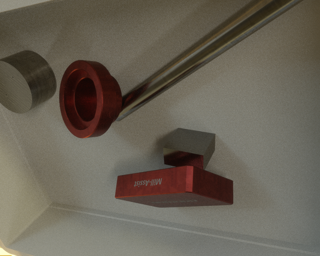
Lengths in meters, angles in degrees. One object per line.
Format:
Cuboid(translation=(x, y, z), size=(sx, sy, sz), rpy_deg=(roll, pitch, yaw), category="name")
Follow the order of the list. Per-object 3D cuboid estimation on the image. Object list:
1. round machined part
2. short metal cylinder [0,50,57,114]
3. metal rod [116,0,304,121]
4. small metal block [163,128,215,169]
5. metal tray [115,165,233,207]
Cuboid(translation=(-0.087, -0.037, 0.402), size=(0.098, 0.042, 0.097), rpy_deg=(5, 97, 43), category="round machined part")
Cuboid(translation=(-0.201, -0.068, 0.454), size=(0.080, 0.050, 0.079), rpy_deg=(13, 124, 20), category="short metal cylinder")
Cuboid(translation=(0.043, -0.079, 0.335), size=(0.299, 0.025, 0.025), rpy_deg=(-29, 102, 37), category="metal rod")
Cuboid(translation=(0.038, 0.026, 0.388), size=(0.050, 0.050, 0.025), rpy_deg=(10, 123, 23), category="small metal block")
Cuboid(translation=(0.016, 0.080, 0.402), size=(0.130, 0.030, 0.090), rpy_deg=(-16, 151, 42), category="metal tray")
